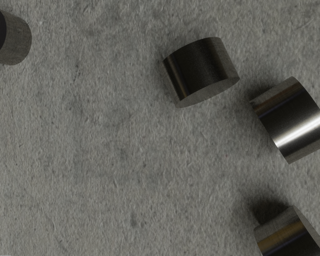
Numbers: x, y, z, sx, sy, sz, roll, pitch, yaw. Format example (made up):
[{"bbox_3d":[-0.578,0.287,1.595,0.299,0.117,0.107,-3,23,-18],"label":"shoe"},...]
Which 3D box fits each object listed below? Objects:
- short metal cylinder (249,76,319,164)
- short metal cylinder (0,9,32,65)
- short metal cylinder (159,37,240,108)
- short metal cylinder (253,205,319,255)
[{"bbox_3d":[0.139,-0.008,0.331,0.050,0.080,0.080,-32,80,17],"label":"short metal cylinder"},{"bbox_3d":[-0.250,-0.142,0.482,0.080,0.050,0.079,0,90,19],"label":"short metal cylinder"},{"bbox_3d":[0.045,-0.063,0.363,0.080,0.080,0.050,-25,82,18],"label":"short metal cylinder"},{"bbox_3d":[0.145,0.130,0.329,0.050,0.080,0.080,-38,78,16],"label":"short metal cylinder"}]
